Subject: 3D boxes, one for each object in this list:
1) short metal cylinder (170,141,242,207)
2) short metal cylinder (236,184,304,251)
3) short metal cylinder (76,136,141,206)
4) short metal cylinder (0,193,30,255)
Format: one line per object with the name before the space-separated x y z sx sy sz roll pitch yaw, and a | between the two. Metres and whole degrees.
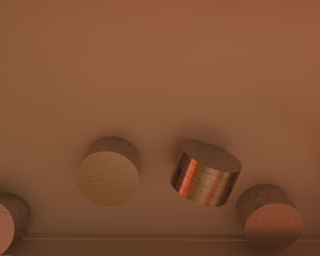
short metal cylinder | 0.059 0.057 0.403 0.080 0.080 0.050 16 109 -6
short metal cylinder | 0.156 0.128 0.446 0.081 0.050 0.079 0 110 0
short metal cylinder | -0.067 0.057 0.418 0.081 0.050 0.079 0 110 0
short metal cylinder | -0.232 0.134 0.431 0.081 0.050 0.080 0 88 -1
